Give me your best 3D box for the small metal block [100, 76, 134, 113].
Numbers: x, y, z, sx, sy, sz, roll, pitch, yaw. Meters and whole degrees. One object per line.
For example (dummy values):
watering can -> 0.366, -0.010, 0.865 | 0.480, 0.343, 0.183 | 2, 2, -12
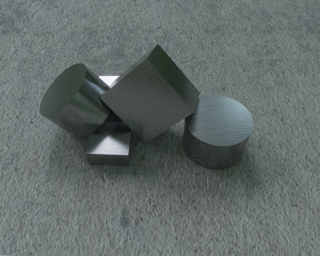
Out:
small metal block -> -0.063, -0.049, 0.445 | 0.050, 0.025, 0.050 | -1, 50, -1

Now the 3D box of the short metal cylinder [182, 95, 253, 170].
short metal cylinder -> 0.069, 0.005, 0.385 | 0.081, 0.050, 0.080 | 0, 50, 0

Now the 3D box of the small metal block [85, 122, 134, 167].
small metal block -> -0.061, 0.020, 0.387 | 0.050, 0.025, 0.050 | 2, 50, 1

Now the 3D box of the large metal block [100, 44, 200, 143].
large metal block -> -0.011, -0.040, 0.379 | 0.080, 0.080, 0.050 | 47, 32, -16

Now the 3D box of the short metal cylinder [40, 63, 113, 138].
short metal cylinder -> -0.104, -0.035, 0.393 | 0.080, 0.050, 0.080 | -24, 45, 27
